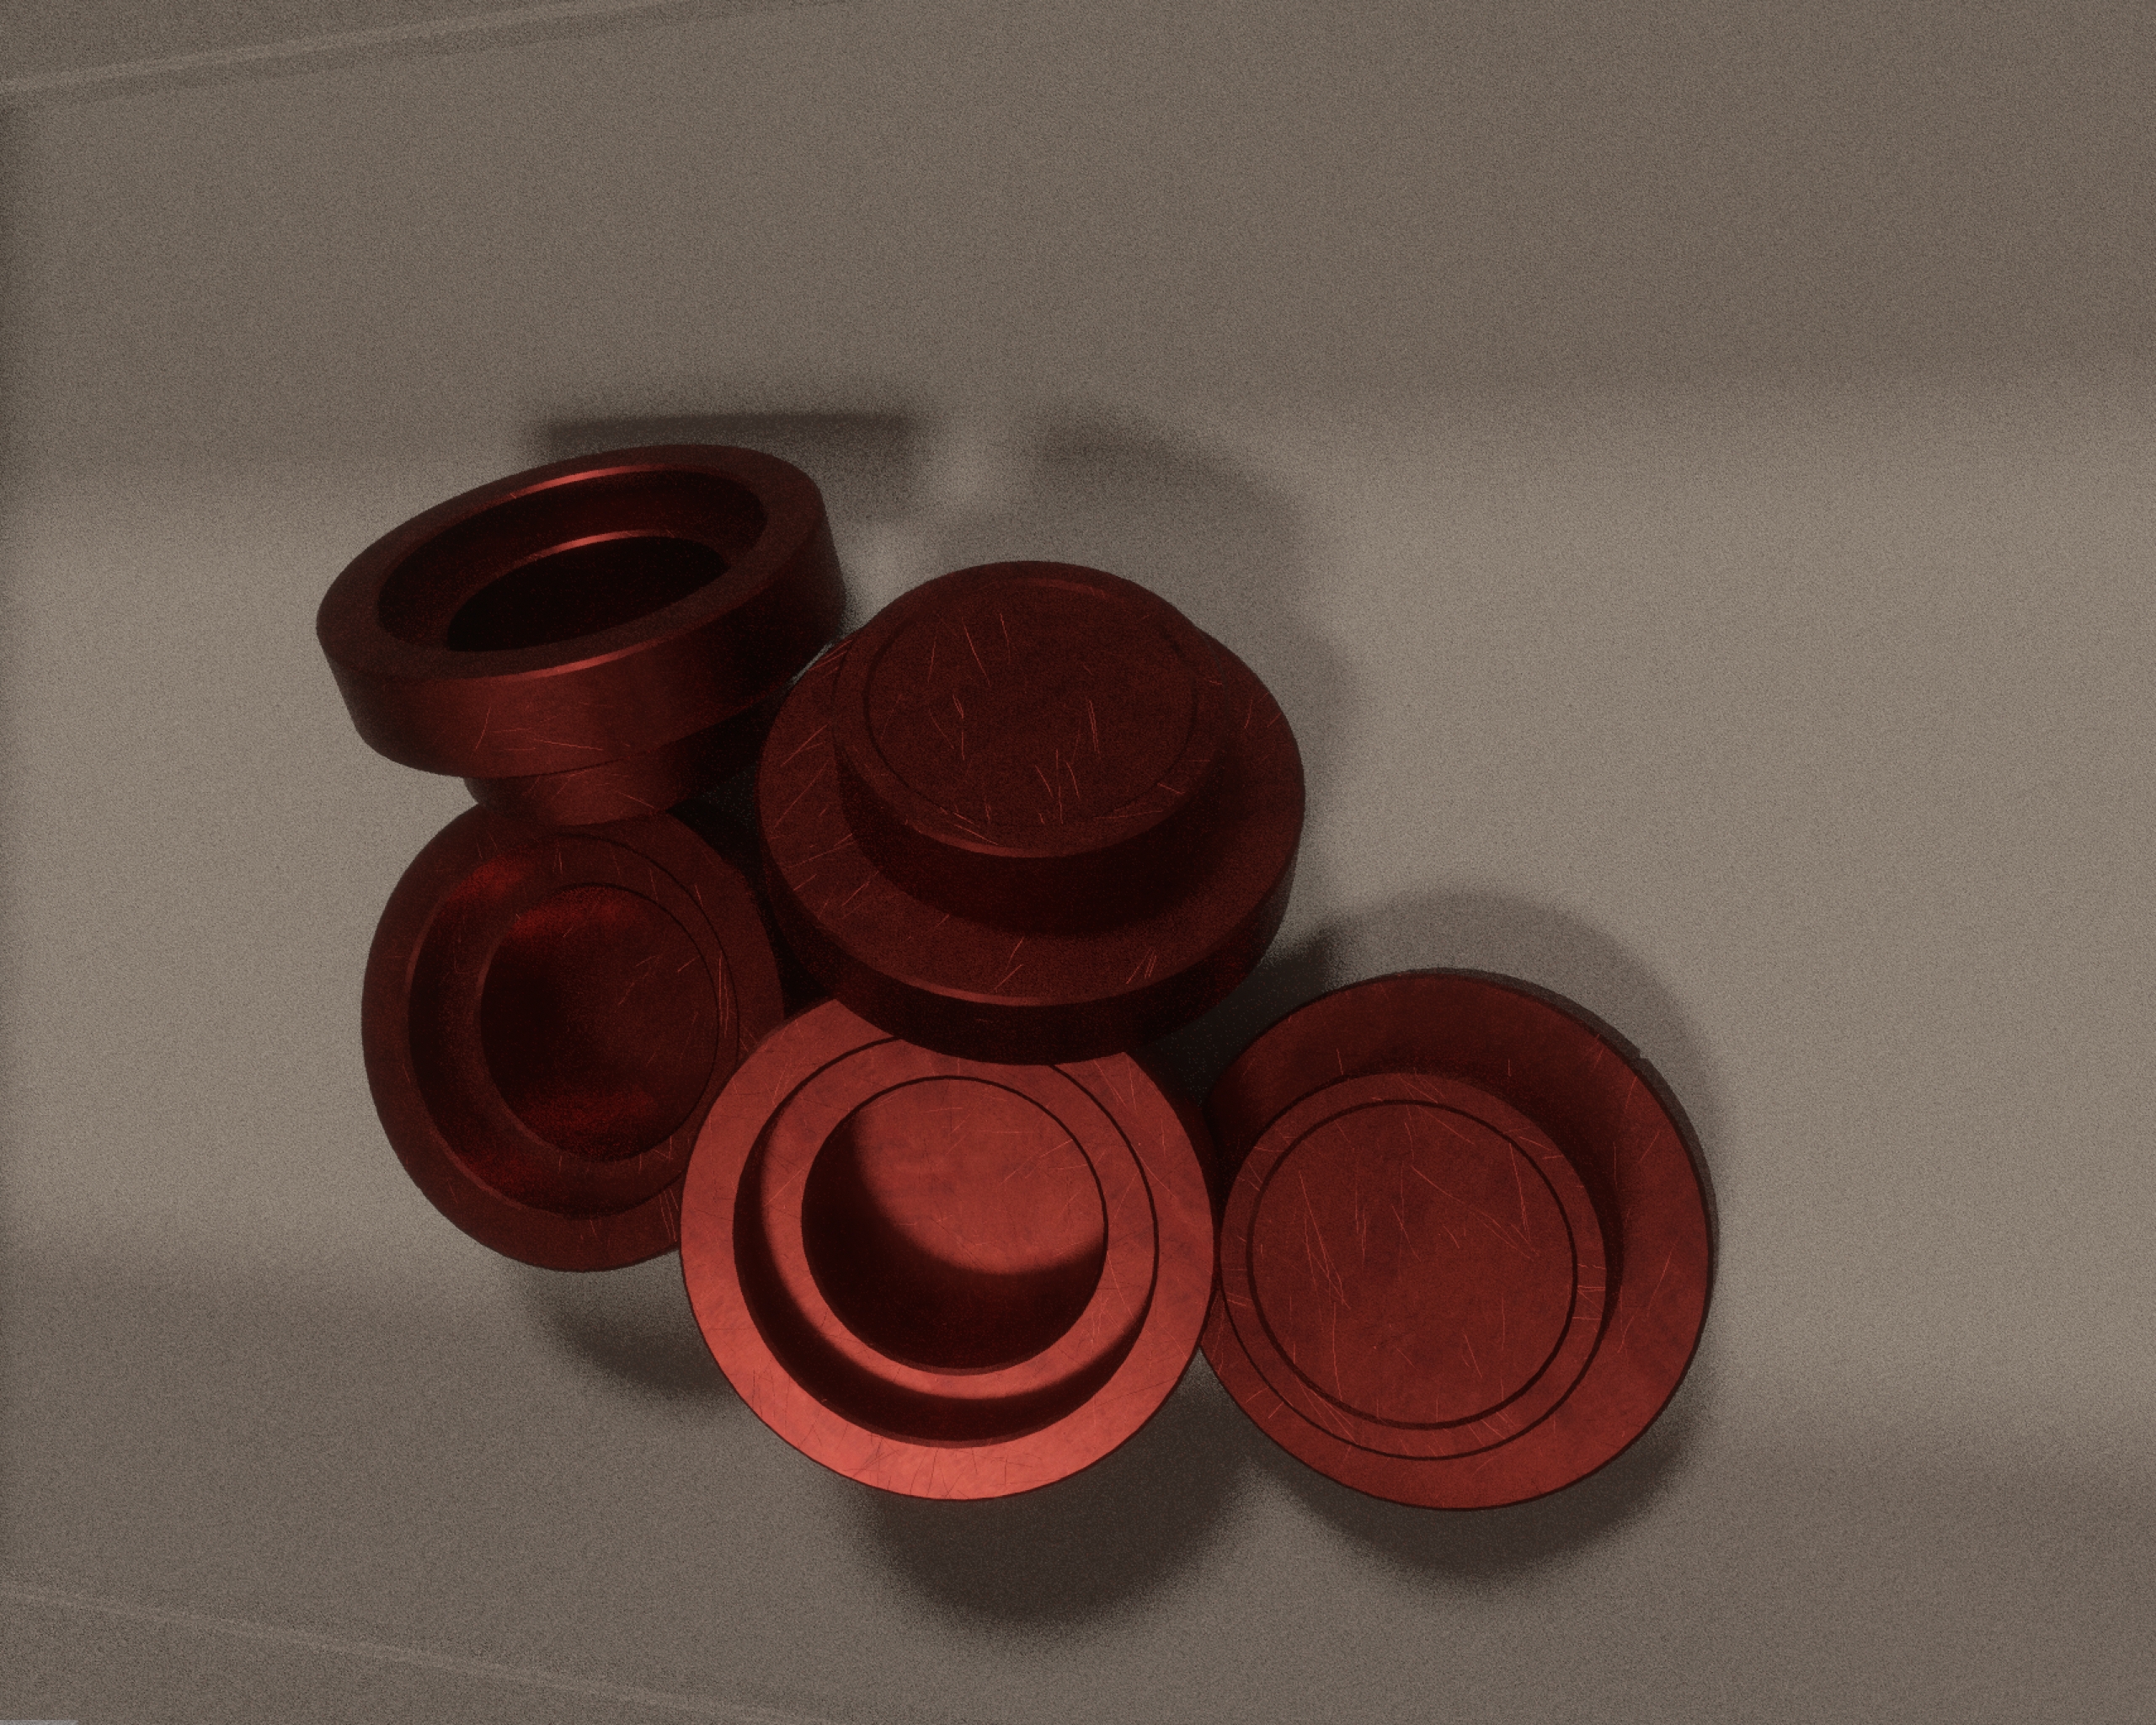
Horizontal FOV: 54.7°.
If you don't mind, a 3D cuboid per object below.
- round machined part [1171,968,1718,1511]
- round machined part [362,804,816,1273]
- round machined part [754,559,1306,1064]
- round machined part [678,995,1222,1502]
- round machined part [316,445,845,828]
[{"bbox_3d":[0.064,0.069,0.376,0.098,0.042,0.097,0,90,19],"label":"round machined part"},{"bbox_3d":[-0.094,0.032,0.431,0.098,0.042,0.097,0,90,19],"label":"round machined part"},{"bbox_3d":[-0.008,-0.016,0.373,0.099,0.042,0.098,1,53,-1],"label":"round machined part"},{"bbox_3d":[-0.021,0.066,0.394,0.099,0.042,0.097,1,96,6],"label":"round machined part"},{"bbox_3d":[-0.094,-0.043,0.413,0.098,0.098,0.042,3,126,19],"label":"round machined part"}]
